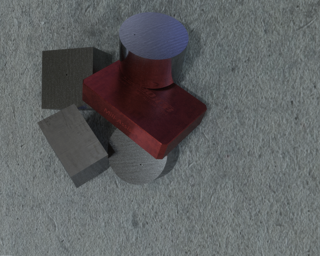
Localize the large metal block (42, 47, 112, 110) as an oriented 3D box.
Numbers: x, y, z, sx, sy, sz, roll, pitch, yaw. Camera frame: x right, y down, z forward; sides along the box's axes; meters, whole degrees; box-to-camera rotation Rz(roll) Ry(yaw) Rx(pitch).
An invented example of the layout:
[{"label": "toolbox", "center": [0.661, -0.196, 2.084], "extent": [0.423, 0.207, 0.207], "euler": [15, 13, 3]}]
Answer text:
[{"label": "large metal block", "center": [-0.116, -0.066, 0.436], "extent": [0.080, 0.050, 0.080], "euler": [1, 90, 20]}]

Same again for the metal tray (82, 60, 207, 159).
[{"label": "metal tray", "center": [-0.020, -0.032, 0.384], "extent": [0.130, 0.091, 0.030], "euler": [37, 142, 16]}]

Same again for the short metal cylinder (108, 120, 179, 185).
[{"label": "short metal cylinder", "center": [-0.020, 0.030, 0.405], "extent": [0.080, 0.050, 0.080], "euler": [0, 90, 20]}]

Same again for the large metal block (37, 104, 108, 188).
[{"label": "large metal block", "center": [-0.113, 0.027, 0.413], "extent": [0.050, 0.080, 0.080], "euler": [-32, 78, -19]}]

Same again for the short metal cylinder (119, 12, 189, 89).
[{"label": "short metal cylinder", "center": [-0.009, -0.095, 0.379], "extent": [0.081, 0.050, 0.080], "euler": [3, 57, -5]}]
